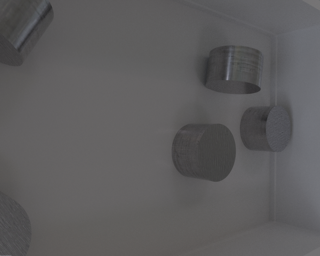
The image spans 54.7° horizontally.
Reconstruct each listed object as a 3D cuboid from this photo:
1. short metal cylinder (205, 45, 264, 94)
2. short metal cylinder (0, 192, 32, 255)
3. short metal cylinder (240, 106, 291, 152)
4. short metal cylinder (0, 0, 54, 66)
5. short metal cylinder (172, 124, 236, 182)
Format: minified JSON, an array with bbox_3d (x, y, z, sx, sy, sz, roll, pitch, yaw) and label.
[{"bbox_3d":[0.111,-0.084,0.464,0.081,0.080,0.050,12,82,-39],"label":"short metal cylinder"},{"bbox_3d":[-0.157,0.090,0.259,0.081,0.050,0.080,0,90,-40],"label":"short metal cylinder"},{"bbox_3d":[0.186,0.001,0.546,0.081,0.050,0.080,0,90,-40],"label":"short metal cylinder"},{"bbox_3d":[-0.138,-0.096,0.255,0.080,0.080,0.050,38,67,-34],"label":"short metal cylinder"},{"bbox_3d":[0.064,0.034,0.443,0.081,0.050,0.080,0,90,-40],"label":"short metal cylinder"}]
